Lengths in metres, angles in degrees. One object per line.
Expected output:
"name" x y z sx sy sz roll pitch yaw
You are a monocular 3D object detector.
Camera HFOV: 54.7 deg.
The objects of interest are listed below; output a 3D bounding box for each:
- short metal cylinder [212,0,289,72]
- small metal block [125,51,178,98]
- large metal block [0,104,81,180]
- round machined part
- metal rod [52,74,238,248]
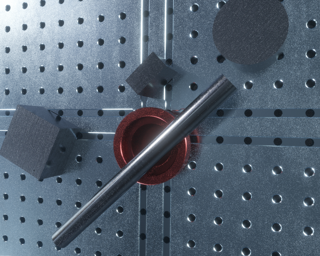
"short metal cylinder" 0.106 -0.109 0.362 0.080 0.050 0.079 0 90 19
"small metal block" -0.010 -0.067 0.402 0.050 0.050 0.025 -44 77 14
"large metal block" -0.178 0.019 0.460 0.080 0.050 0.080 27 99 17
"round machined part" -0.008 0.022 0.405 0.098 0.042 0.097 0 90 19
"metal rod" -0.028 0.049 0.376 0.299 0.025 0.025 -44 77 14
